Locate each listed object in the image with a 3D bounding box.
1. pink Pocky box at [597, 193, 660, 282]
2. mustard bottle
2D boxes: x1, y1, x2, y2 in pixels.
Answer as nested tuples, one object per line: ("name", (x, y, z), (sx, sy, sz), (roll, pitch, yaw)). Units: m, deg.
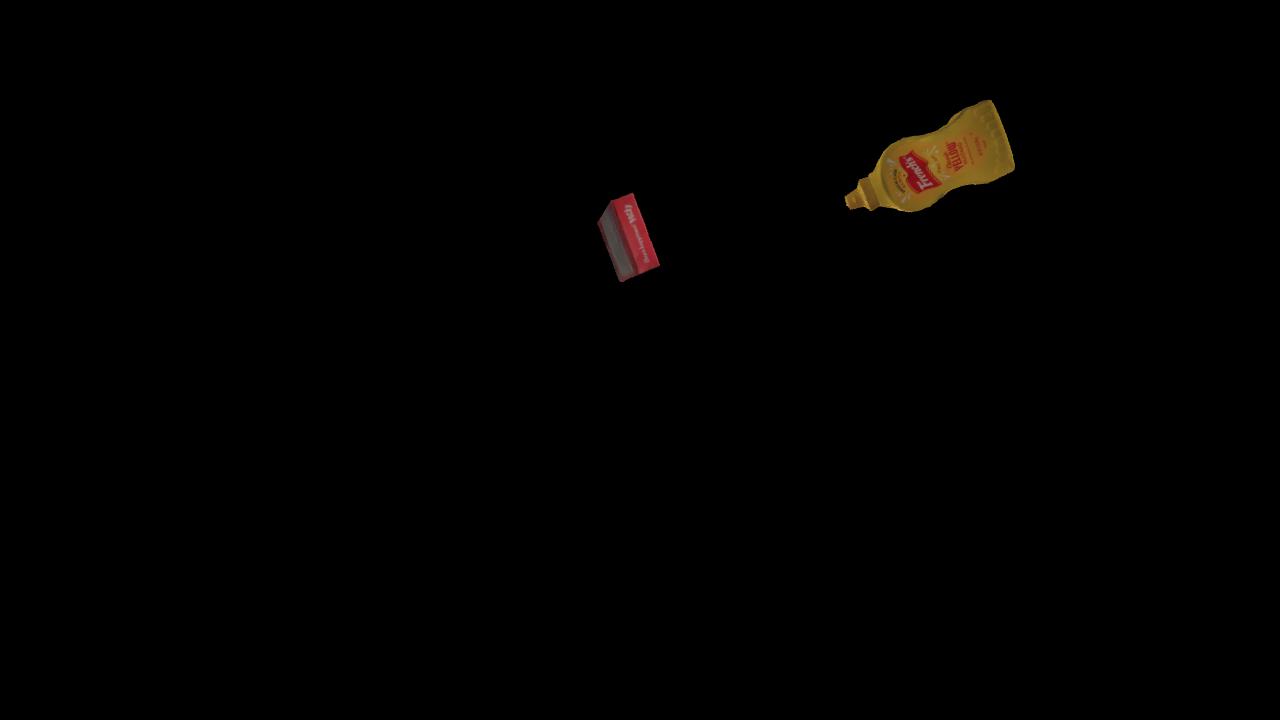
("pink Pocky box", (-0.017, -0.139, 0.725), (0.029, 0.084, 0.155), (-22, 7, -7))
("mustard bottle", (0.341, -0.230, 0.747), (0.184, 0.092, 0.054), (-21, 14, 24))
